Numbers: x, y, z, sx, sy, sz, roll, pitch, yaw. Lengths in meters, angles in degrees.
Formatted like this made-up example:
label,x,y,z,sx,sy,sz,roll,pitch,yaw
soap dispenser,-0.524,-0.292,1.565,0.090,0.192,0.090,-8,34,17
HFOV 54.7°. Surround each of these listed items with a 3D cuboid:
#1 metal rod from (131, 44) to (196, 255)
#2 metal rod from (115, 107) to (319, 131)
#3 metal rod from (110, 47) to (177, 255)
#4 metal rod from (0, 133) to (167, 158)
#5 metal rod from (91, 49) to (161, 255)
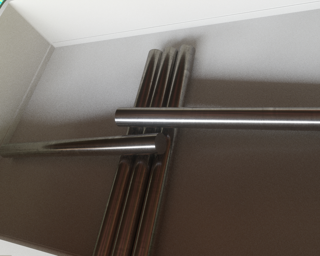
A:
label,x,y,z,sx,sy,sz,roll,pitch,yaw
metal rod,0.009,0.018,0.387,0.025,0.025,0.300,-1,61,27
metal rod,0.089,-0.011,0.341,0.301,0.025,0.025,1,62,21
metal rod,-0.014,0.018,0.399,0.025,0.025,0.300,-1,61,27
metal rod,-0.126,0.028,0.430,0.300,0.025,0.025,-4,60,32
metal rod,-0.035,0.019,0.410,0.025,0.025,0.300,-1,61,27
